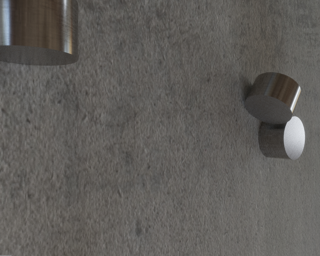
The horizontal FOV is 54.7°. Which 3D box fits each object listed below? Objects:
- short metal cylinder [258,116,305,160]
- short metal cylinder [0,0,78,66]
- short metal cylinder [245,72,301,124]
[{"bbox_3d":[0.231,0.018,0.586,0.081,0.050,0.079,0,90,-40],"label":"short metal cylinder"},{"bbox_3d":[-0.114,-0.088,0.274,0.081,0.080,0.050,0,90,-40],"label":"short metal cylinder"},{"bbox_3d":[0.194,-0.050,0.535,0.080,0.080,0.050,44,63,-32],"label":"short metal cylinder"}]
